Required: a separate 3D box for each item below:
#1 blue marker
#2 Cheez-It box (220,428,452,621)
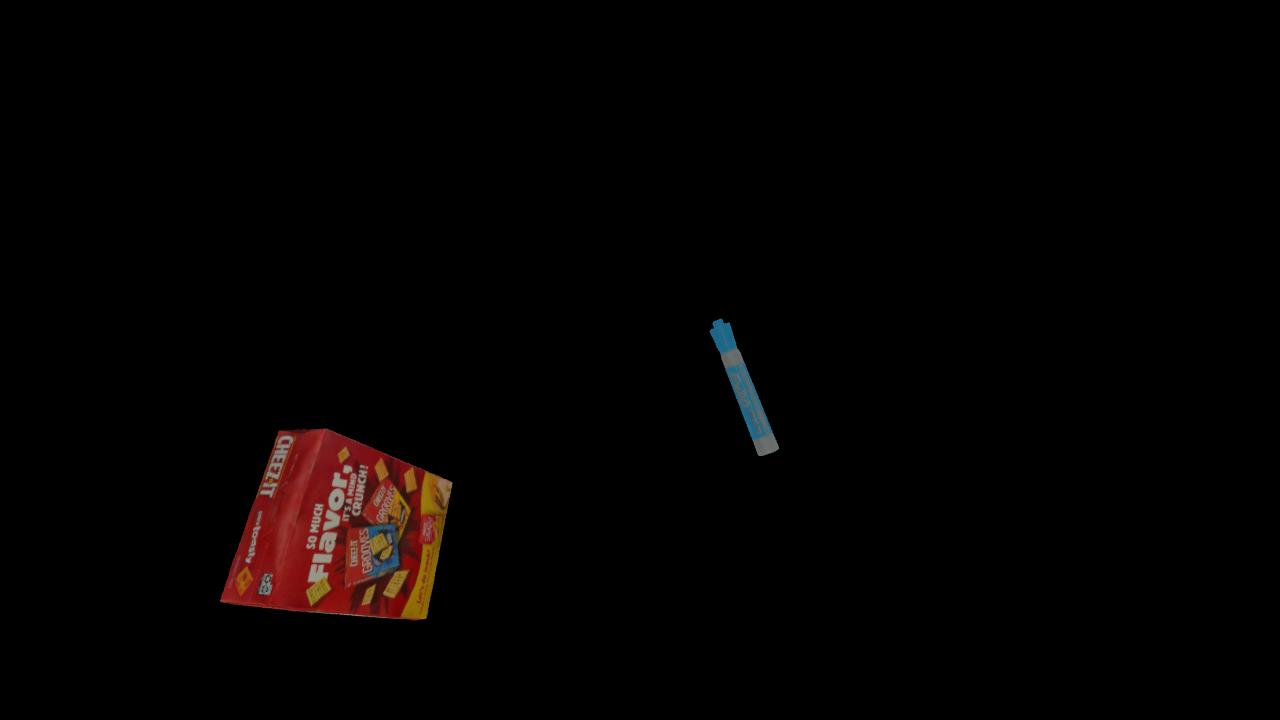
[{"bbox_3d":[0.087,0.022,0.525,0.020,0.121,0.020,-21,-3,-1],"label":"blue marker"},{"bbox_3d":[-0.306,0.186,0.664,0.071,0.166,0.223,-4,-25,19],"label":"Cheez-It box"}]
